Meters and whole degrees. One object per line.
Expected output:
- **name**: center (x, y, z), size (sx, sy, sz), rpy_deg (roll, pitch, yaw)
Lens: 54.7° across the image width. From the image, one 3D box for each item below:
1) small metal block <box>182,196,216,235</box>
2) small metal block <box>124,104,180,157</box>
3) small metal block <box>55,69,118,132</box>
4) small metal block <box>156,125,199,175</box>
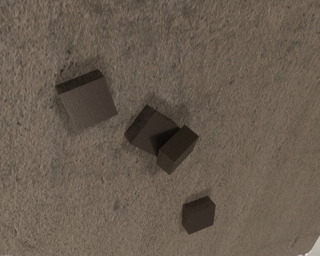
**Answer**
- **small metal block**: center (0.067, 0.152, 0.540), size (0.050, 0.025, 0.050), rpy_deg (-15, 125, -21)
- **small metal block**: center (-0.010, 0.005, 0.406), size (0.050, 0.025, 0.050), rpy_deg (30, 101, -38)
- **small metal block**: center (-0.081, -0.031, 0.345), size (0.050, 0.025, 0.050), rpy_deg (-25, 128, -13)
- **small metal block**: center (0.023, 0.030, 0.416), size (0.050, 0.025, 0.050), rpy_deg (-44, 164, -24)
